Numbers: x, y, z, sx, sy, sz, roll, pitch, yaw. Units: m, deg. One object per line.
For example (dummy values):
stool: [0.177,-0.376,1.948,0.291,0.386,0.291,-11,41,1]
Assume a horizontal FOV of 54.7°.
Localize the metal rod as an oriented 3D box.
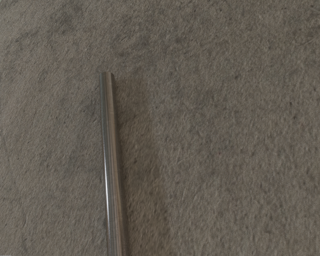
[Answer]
metal rod: [-0.063,0.040,0.411,0.025,0.025,0.299,-21,54,15]
